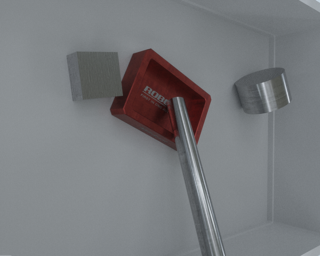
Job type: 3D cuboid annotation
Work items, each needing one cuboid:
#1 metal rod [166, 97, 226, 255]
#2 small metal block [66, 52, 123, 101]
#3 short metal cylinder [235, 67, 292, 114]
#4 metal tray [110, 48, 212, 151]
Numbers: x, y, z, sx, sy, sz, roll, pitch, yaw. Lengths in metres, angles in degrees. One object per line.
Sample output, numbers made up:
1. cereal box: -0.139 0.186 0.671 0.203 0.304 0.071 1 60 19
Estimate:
1. metal rod: 0.049 0.098 0.348 0.025 0.025 0.299 11 56 -40
2. small metal block: -0.072 -0.058 0.347 0.050 0.025 0.050 -11 97 -40
3. short metal cylinder: 0.173 -0.063 0.519 0.081 0.080 0.050 -35 112 -35
4. metal tray: 0.007 -0.032 0.411 0.131 0.030 0.090 31 71 -36
